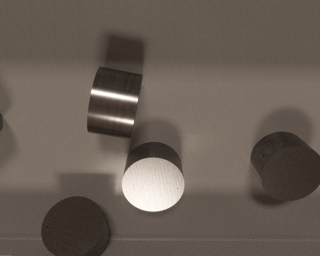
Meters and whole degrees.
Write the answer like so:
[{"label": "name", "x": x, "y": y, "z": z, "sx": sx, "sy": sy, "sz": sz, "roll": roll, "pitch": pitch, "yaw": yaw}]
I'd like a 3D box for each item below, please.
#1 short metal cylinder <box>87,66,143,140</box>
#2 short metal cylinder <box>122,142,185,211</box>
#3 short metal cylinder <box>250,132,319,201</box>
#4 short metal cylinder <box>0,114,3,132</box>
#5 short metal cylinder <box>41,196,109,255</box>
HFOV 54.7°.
[{"label": "short metal cylinder", "x": -0.052, "y": -0.029, "z": 0.371, "sx": 0.050, "sy": 0.080, "sz": 0.079, "roll": 10, "pitch": 110, "yaw": -4}, {"label": "short metal cylinder", "x": -0.009, "y": 0.065, "z": 0.422, "sx": 0.081, "sy": 0.050, "sz": 0.079, "roll": 0, "pitch": 110, "yaw": -1}, {"label": "short metal cylinder", "x": 0.170, "y": 0.051, "z": 0.419, "sx": 0.081, "sy": 0.050, "sz": 0.079, "roll": 0, "pitch": 110, "yaw": -1}, {"label": "short metal cylinder", "x": -0.244, "y": -0.006, "z": 0.376, "sx": 0.050, "sy": 0.080, "sz": 0.080, "roll": -42, "pitch": 105, "yaw": 13}, {"label": "short metal cylinder", "x": -0.114, "y": 0.141, "z": 0.425, "sx": 0.081, "sy": 0.080, "sz": 0.050, "roll": 0, "pitch": 147, "yaw": -1}]
